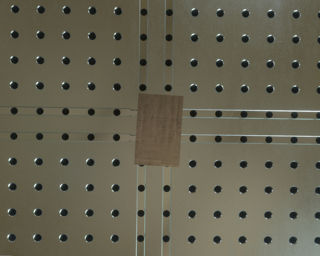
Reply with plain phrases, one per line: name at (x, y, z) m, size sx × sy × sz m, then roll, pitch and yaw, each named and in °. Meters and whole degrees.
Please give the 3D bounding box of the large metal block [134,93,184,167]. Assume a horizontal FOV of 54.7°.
large metal block at (-0.001, 0.002, 0.385) m, size 0.050 × 0.080 × 0.079 m, roll 3°, pitch 90°, yaw 0°
